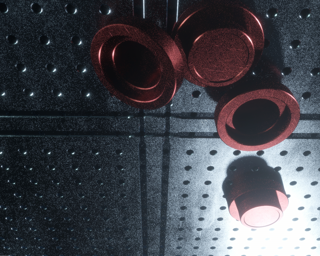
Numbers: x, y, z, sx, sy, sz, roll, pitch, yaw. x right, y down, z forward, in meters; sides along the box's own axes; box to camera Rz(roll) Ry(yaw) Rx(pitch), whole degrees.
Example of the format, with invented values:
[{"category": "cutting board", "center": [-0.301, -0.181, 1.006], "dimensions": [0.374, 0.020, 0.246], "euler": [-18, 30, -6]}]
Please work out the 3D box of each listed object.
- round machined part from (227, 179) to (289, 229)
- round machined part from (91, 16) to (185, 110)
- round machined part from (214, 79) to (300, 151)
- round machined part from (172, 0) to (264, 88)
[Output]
[{"category": "round machined part", "center": [0.164, 0.132, 0.516], "dimensions": [0.099, 0.042, 0.097], "euler": [-1, 130, 0]}, {"category": "round machined part", "center": [-0.019, -0.070, 0.324], "dimensions": [0.098, 0.042, 0.097], "euler": [19, 138, 19]}, {"category": "round machined part", "center": [0.117, -0.020, 0.385], "dimensions": [0.099, 0.042, 0.097], "euler": [-1, 130, 0]}, {"category": "round machined part", "center": [0.062, -0.083, 0.331], "dimensions": [0.099, 0.042, 0.097], "euler": [-1, 130, 0]}]
